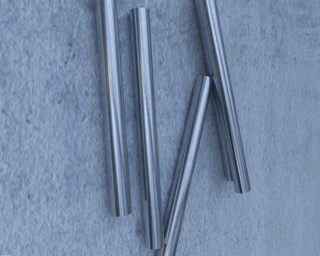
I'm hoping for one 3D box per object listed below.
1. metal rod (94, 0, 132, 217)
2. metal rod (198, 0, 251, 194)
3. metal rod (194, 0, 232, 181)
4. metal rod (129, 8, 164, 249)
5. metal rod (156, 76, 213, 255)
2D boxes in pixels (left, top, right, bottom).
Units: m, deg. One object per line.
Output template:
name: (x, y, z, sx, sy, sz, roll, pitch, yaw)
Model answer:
metal rod: (-0.056, -0.048, 0.359, 0.025, 0.025, 0.298, -7, 94, -40)
metal rod: (0.097, -0.045, 0.459, 0.025, 0.025, 0.298, -21, 103, -38)
metal rod: (0.091, -0.061, 0.483, 0.025, 0.025, 0.298, -20, 103, -38)
metal rod: (-0.016, 0.003, 0.392, 0.025, 0.025, 0.298, -6, 94, -40)
metal rod: (0.033, 0.069, 0.434, 0.025, 0.025, 0.299, 23, 76, -38)
